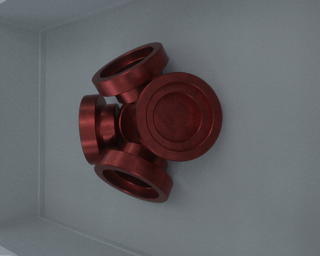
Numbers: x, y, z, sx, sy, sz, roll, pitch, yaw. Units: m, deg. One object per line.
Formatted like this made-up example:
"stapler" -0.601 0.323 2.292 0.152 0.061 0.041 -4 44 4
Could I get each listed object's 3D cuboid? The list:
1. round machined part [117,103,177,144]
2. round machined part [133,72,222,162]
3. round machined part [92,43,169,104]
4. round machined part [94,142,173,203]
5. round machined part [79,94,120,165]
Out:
"round machined part" -0.018 -0.007 0.406 0.098 0.042 0.097 0 90 39
"round machined part" 0.017 -0.012 0.354 0.042 0.099 0.097 171 97 -75
"round machined part" -0.033 -0.066 0.394 0.098 0.098 0.042 -5 125 39
"round machined part" -0.029 0.053 0.391 0.098 0.098 0.042 -2 53 39
"round machined part" -0.077 0.001 0.431 0.042 0.098 0.097 -5 86 2
